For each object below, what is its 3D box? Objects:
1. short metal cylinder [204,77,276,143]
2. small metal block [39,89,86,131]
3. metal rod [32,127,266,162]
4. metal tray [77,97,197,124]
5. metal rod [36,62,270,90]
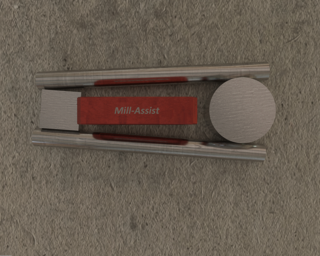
[{"bbox_3d":[0.100,-0.022,0.399,0.081,0.050,0.079,0,90,0],"label":"short metal cylinder"},{"bbox_3d":[-0.128,-0.023,0.411,0.050,0.025,0.050,4,90,0],"label":"small metal block"},{"bbox_3d":[-0.014,0.022,0.411,0.302,0.025,0.025,4,90,0],"label":"metal rod"},{"bbox_3d":[-0.024,-0.019,0.377,0.131,0.090,0.030,0,90,0],"label":"metal tray"},{"bbox_3d":[-0.009,-0.069,0.411,0.302,0.025,0.025,-3,90,0],"label":"metal rod"}]
